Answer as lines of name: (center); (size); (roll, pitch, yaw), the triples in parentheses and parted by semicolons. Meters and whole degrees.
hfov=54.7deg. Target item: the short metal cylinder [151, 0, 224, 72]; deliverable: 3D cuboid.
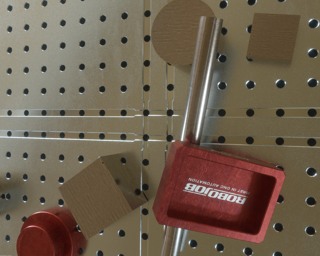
short metal cylinder: (0.036, -0.113, 0.387); (0.080, 0.050, 0.079); (0, 90, 20)

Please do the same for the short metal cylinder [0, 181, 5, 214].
short metal cylinder: (-0.305, 0.117, 0.507); (0.080, 0.050, 0.079); (0, 90, 20)

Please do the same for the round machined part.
round machined part: (-0.173, 0.175, 0.465); (0.098, 0.042, 0.097); (0, 90, 20)

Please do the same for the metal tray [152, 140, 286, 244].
metal tray: (0.066, 0.073, 0.353); (0.131, 0.030, 0.089); (15, 96, -12)

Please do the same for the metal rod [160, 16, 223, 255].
metal rod: (0.034, 0.025, 0.370); (0.025, 0.025, 0.298); (14, 106, 19)

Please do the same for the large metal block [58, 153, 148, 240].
large metal block: (-0.078, 0.092, 0.427); (0.080, 0.050, 0.080); (-36, 79, 16)

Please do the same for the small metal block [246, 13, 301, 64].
small metal block: (0.133, -0.105, 0.365); (0.050, 0.025, 0.050); (11, 94, 19)
